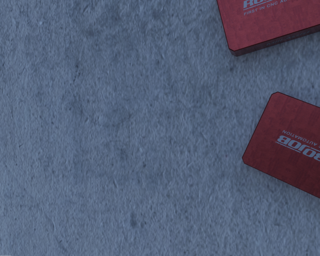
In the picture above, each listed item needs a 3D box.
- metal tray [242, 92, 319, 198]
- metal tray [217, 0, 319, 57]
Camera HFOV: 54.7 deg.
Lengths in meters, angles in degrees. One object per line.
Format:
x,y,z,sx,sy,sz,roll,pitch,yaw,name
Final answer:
0.171,0.024,0.346,0.130,0.030,0.089,25,98,17,metal tray
0.136,-0.146,0.358,0.130,0.030,0.090,-14,85,19,metal tray
